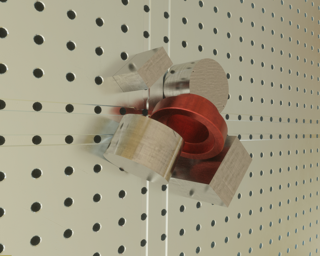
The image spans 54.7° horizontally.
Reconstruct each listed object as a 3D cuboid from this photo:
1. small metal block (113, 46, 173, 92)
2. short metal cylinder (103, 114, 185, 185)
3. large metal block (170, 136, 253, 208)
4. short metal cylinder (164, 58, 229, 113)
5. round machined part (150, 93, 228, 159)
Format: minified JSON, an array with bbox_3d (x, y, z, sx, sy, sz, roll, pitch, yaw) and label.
[{"bbox_3d":[-0.021,-0.070,0.377,0.050,0.050,0.025,-50,120,-29],"label":"small metal block"},{"bbox_3d":[-0.018,0.026,0.360,0.080,0.080,0.050,38,67,-34],"label":"short metal cylinder"},{"bbox_3d":[0.068,0.056,0.434,0.050,0.080,0.080,51,60,-28],"label":"large metal block"},{"bbox_3d":[0.052,-0.054,0.438,0.081,0.050,0.079,0,90,-40],"label":"short metal cylinder"},{"bbox_3d":[0.038,-0.006,0.396,0.098,0.098,0.042,49,49,-30],"label":"round machined part"}]
